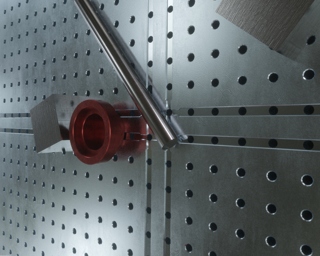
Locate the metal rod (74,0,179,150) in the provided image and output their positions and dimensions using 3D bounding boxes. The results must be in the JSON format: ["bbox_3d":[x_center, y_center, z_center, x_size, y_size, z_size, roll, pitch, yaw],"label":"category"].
[{"bbox_3d":[-0.059,-0.096,0.457,0.025,0.025,0.299,-46,63,30],"label":"metal rod"}]

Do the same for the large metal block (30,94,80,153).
[{"bbox_3d":[-0.178,-0.006,0.540,0.080,0.050,0.080,-23,76,37],"label":"large metal block"}]

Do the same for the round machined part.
[{"bbox_3d":[-0.093,0.006,0.475,0.098,0.042,0.097,0,90,40],"label":"round machined part"}]

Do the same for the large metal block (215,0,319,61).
[{"bbox_3d":[0.115,-0.124,0.298,0.080,0.050,0.080,47,118,30],"label":"large metal block"}]
